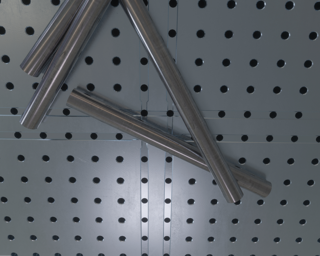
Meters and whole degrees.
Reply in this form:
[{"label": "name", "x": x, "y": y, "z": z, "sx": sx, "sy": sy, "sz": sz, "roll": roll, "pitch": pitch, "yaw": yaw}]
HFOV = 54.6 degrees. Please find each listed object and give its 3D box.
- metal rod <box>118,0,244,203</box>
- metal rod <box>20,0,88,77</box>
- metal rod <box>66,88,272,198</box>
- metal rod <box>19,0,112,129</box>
[{"label": "metal rod", "x": 0.029, "y": -0.035, "z": 0.385, "sx": 0.025, "sy": 0.025, "sz": 0.299, "roll": -27, "pitch": 102, "yaw": 9}, {"label": "metal rod", "x": -0.066, "y": -0.179, "z": 0.346, "sx": 0.025, "sy": 0.025, "sz": 0.299, "roll": 38, "pitch": 105, "yaw": -13}, {"label": "metal rod", "x": 0.019, "y": 0.024, "z": 0.422, "sx": 0.301, "sy": 0.025, "sz": 0.025, "roll": 26, "pitch": 108, "yaw": -9}, {"label": "metal rod", "x": -0.088, "y": -0.116, "z": 0.355, "sx": 0.025, "sy": 0.025, "sz": 0.299, "roll": 33, "pitch": 112, "yaw": -12}]
